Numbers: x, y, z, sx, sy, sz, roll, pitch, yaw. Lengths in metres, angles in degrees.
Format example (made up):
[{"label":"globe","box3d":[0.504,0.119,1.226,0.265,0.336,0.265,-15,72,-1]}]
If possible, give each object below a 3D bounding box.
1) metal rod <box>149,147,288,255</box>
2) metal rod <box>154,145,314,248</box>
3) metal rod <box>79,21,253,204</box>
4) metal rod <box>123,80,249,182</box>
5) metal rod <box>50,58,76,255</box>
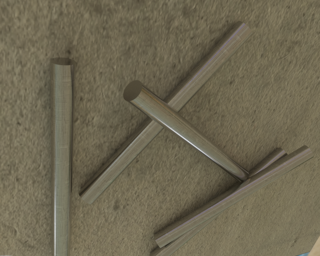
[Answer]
[{"label":"metal rod","box3d":[0.106,0.139,0.553,0.301,0.025,0.025,-39,130,-2]},{"label":"metal rod","box3d":[0.125,0.116,0.528,0.301,0.025,0.025,-30,129,-1]},{"label":"metal rod","box3d":[0.004,-0.017,0.400,0.300,0.025,0.025,-47,130,4]},{"label":"metal rod","box3d":[0.057,0.021,0.429,0.025,0.025,0.301,-49,136,6]},{"label":"metal rod","box3d":[-0.121,0.063,0.380,0.025,0.025,0.298,-5,121,-26]}]
